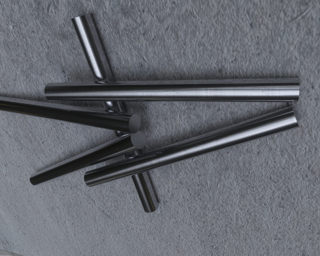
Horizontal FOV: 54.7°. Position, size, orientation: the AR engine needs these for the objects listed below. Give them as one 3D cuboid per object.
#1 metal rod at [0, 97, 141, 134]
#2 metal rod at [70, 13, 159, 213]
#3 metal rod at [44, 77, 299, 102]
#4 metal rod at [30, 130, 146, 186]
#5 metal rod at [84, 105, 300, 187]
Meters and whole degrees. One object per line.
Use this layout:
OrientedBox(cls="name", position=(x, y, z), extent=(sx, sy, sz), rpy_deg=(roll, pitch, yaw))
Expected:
OrientedBox(cls="metal rod", position=(-0.160, -0.025, 0.457), extent=(0.300, 0.025, 0.025), rpy_deg=(9, 122, 30))
OrientedBox(cls="metal rod", position=(-0.055, -0.005, 0.433), extent=(0.025, 0.025, 0.298), rpy_deg=(-3, 117, 29))
OrientedBox(cls="metal rod", position=(-0.003, -0.043, 0.361), extent=(0.301, 0.025, 0.025), rpy_deg=(2, 120, 19))
OrientedBox(cls="metal rod", position=(-0.132, 0.056, 0.492), extent=(0.299, 0.025, 0.025), rpy_deg=(-22, 107, 41))
OrientedBox(cls="metal rod", position=(0.019, 0.032, 0.397), extent=(0.300, 0.025, 0.025), rpy_deg=(-20, 108, 28))
